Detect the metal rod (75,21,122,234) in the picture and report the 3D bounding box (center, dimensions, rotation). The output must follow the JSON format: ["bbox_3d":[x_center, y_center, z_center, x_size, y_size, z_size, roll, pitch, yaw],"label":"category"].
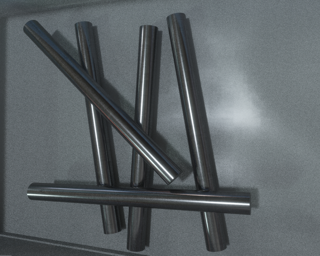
[{"bbox_3d":[-0.088,-0.003,0.441,0.025,0.025,0.298,-10,87,20],"label":"metal rod"}]

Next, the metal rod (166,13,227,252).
[{"bbox_3d":[0.046,0.003,0.394,0.025,0.025,0.298,-11,86,19],"label":"metal rod"}]

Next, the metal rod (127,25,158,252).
[{"bbox_3d":[-0.024,0.014,0.418,0.025,0.025,0.298,4,91,20],"label":"metal rod"}]

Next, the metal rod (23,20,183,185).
[{"bbox_3d":[-0.084,-0.043,0.412,0.300,0.025,0.025,45,104,14],"label":"metal rod"}]

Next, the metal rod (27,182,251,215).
[{"bbox_3d":[-0.041,0.088,0.396,0.301,0.025,0.025,-1,90,19],"label":"metal rod"}]
